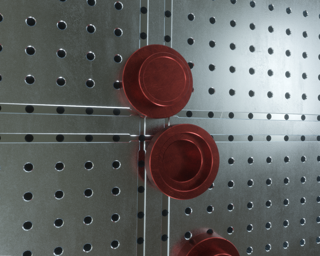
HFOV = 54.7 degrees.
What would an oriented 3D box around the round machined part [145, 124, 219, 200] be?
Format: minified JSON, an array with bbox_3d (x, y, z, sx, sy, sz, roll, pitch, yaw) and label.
[{"bbox_3d":[0.026,0.043,0.415,0.099,0.042,0.097,0,90,-21],"label":"round machined part"}]

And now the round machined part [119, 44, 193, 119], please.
[{"bbox_3d":[0.000,-0.061,0.404,0.099,0.042,0.097,0,90,-21],"label":"round machined part"}]

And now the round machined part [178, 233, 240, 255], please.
[{"bbox_3d":[0.073,0.202,0.433,0.099,0.042,0.097,0,90,-20],"label":"round machined part"}]
